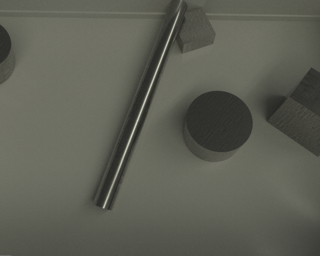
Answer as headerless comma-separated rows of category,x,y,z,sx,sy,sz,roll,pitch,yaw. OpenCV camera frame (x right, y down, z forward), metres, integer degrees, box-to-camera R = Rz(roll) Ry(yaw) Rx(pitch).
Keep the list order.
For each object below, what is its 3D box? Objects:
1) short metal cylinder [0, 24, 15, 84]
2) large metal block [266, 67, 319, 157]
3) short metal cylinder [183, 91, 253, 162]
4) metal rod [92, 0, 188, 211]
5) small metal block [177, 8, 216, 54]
short metal cylinder,-0.243,-0.102,0.419,0.081,0.050,0.080,6,70,-17
large metal block,0.195,-0.017,0.389,0.080,0.080,0.050,37,74,12
short metal cylinder,0.072,-0.001,0.398,0.081,0.050,0.080,0,70,0
metal rod,-0.021,-0.041,0.410,0.025,0.025,0.299,18,76,6
small metal block,0.048,-0.145,0.463,0.050,0.025,0.050,-20,72,-7
